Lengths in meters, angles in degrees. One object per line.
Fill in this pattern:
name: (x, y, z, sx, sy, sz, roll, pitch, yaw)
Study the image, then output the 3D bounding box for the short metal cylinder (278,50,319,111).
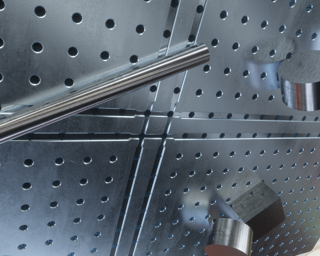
short metal cylinder: (0.217, -0.070, 0.451, 0.080, 0.080, 0.050, -31, 129, -8)

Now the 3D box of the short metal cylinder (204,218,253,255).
short metal cylinder: (0.125, 0.207, 0.565, 0.080, 0.050, 0.080, 12, 140, 11)

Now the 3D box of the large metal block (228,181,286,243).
large metal block: (0.188, 0.163, 0.598, 0.080, 0.050, 0.080, -33, 129, -7)

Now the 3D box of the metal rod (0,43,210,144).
metal rod: (-0.079, -0.035, 0.346, 0.302, 0.025, 0.025, -24, 127, -14)
